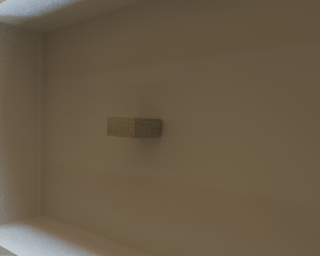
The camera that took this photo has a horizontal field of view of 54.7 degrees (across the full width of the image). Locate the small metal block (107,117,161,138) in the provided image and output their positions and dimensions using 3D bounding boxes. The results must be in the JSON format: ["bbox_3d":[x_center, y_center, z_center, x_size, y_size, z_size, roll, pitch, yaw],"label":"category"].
[{"bbox_3d":[-0.034,-0.001,0.412,0.050,0.050,0.025,4,93,39],"label":"small metal block"}]
